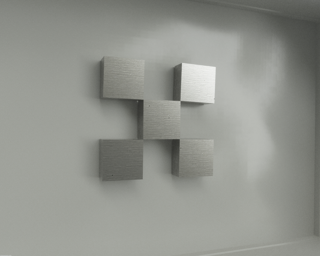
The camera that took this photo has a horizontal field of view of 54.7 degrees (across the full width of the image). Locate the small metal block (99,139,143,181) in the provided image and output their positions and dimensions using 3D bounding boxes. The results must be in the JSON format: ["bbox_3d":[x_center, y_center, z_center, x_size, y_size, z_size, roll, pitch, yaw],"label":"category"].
[{"bbox_3d":[-0.049,0.039,0.390,0.050,0.025,0.050,1,90,-20],"label":"small metal block"}]

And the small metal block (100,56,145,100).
[{"bbox_3d":[-0.048,-0.061,0.391,0.050,0.025,0.050,2,90,-20],"label":"small metal block"}]

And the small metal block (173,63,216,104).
[{"bbox_3d":[0.047,-0.059,0.425,0.050,0.025,0.050,3,89,-20],"label":"small metal block"}]

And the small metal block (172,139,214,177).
[{"bbox_3d":[0.045,0.040,0.424,0.050,0.025,0.050,1,90,-20],"label":"small metal block"}]

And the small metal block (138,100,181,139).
[{"bbox_3d":[-0.001,-0.011,0.407,0.050,0.025,0.050,0,90,-20],"label":"small metal block"}]
